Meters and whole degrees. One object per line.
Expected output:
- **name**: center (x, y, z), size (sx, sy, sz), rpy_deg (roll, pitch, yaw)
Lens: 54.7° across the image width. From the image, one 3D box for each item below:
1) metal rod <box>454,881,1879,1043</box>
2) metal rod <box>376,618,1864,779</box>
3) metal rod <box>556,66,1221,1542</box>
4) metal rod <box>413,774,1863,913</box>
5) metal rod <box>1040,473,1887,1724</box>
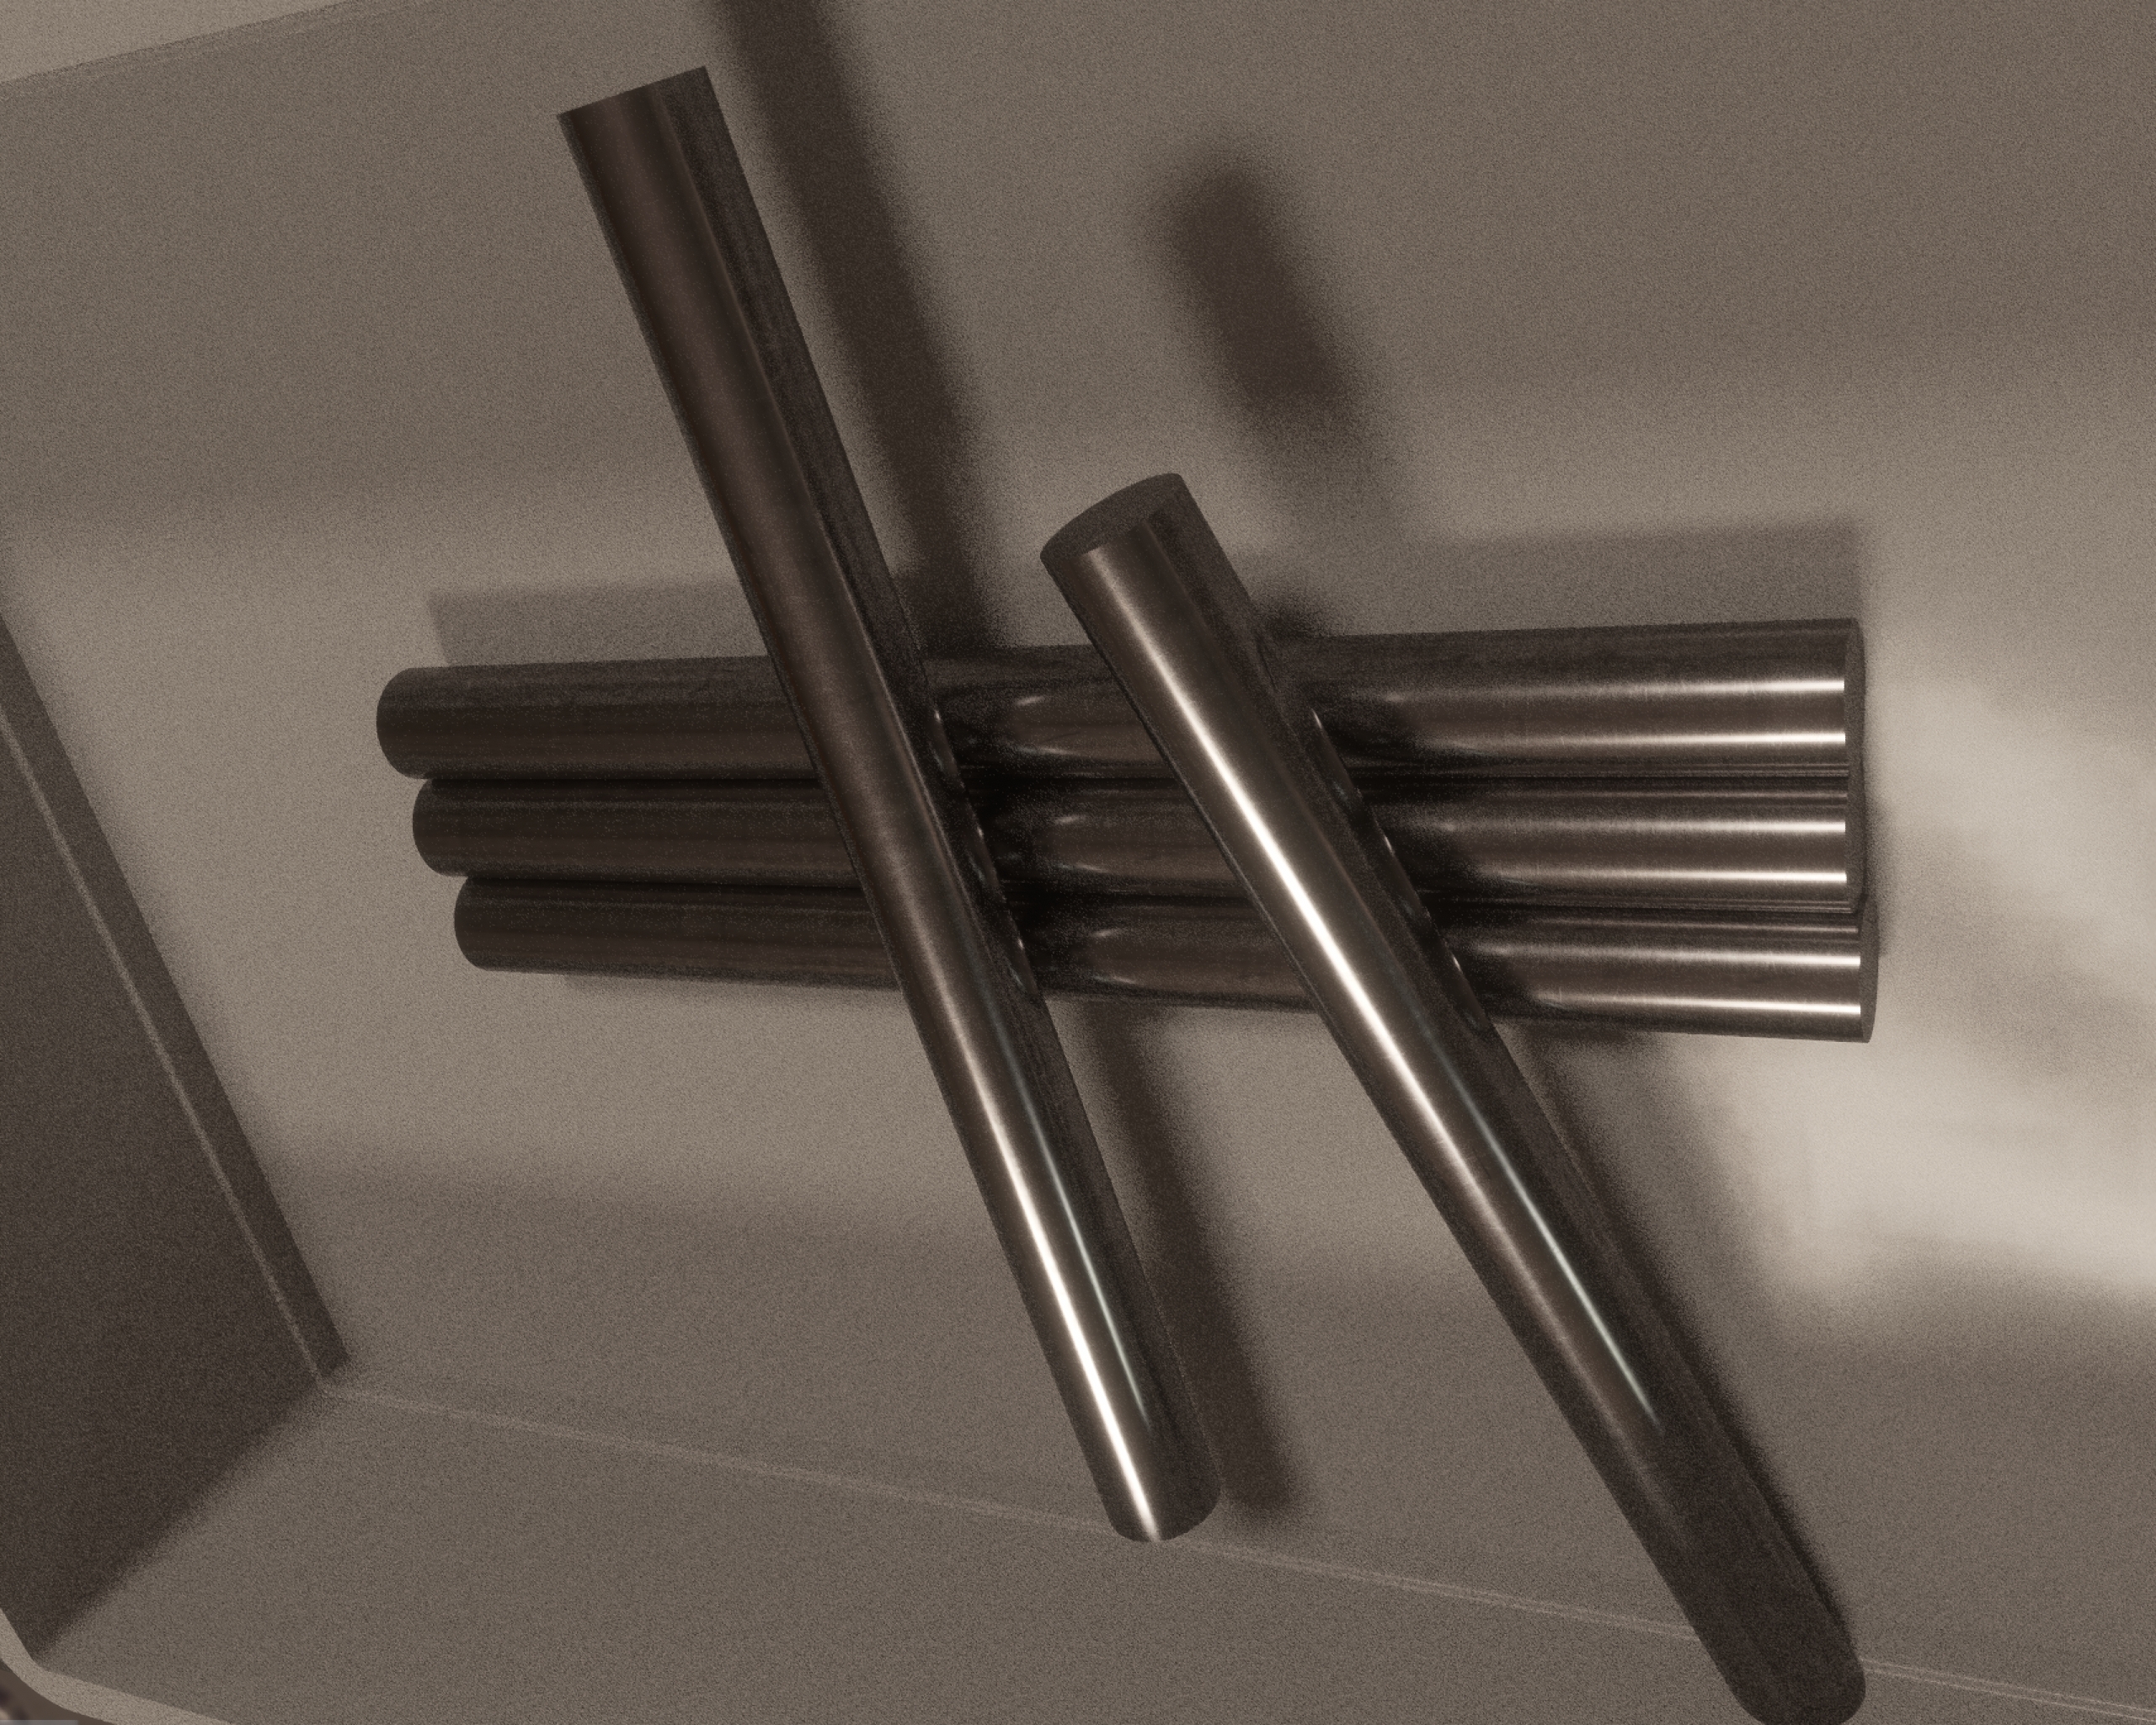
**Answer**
- **metal rod**: center (-0.002, 0.015, 0.416), size (0.301, 0.025, 0.025), rpy_deg (1, 119, 27)
- **metal rod**: center (-0.012, -0.028, 0.395), size (0.301, 0.025, 0.025), rpy_deg (1, 119, 27)
- **metal rod**: center (-0.027, 0.007, 0.391), size (0.025, 0.025, 0.298), rpy_deg (-5, 116, 30)
- **metal rod**: center (-0.008, -0.007, 0.406), size (0.301, 0.025, 0.025), rpy_deg (1, 119, 27)
- **metal rod**: center (0.080, 0.063, 0.377), size (0.025, 0.025, 0.299), rpy_deg (-17, 117, 34)
